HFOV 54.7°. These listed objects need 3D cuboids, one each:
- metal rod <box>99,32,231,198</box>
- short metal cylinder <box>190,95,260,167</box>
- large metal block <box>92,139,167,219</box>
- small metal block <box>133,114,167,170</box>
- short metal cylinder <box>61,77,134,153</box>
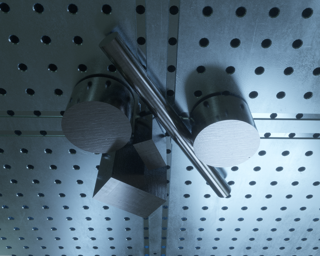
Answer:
[{"bbox_3d":[0.024,0.003,0.410,0.025,0.025,0.300,-25,126,20],"label":"metal rod"},{"bbox_3d":[0.081,0.005,0.395,0.081,0.050,0.079,0,130,0],"label":"short metal cylinder"},{"bbox_3d":[-0.038,0.065,0.425,0.080,0.080,0.050,28,125,-21],"label":"large metal block"},{"bbox_3d":[-0.012,0.018,0.405,0.025,0.050,0.050,-17,128,13],"label":"small metal block"},{"bbox_3d":[-0.073,-0.015,0.377,0.081,0.050,0.079,0,130,0],"label":"short metal cylinder"}]
